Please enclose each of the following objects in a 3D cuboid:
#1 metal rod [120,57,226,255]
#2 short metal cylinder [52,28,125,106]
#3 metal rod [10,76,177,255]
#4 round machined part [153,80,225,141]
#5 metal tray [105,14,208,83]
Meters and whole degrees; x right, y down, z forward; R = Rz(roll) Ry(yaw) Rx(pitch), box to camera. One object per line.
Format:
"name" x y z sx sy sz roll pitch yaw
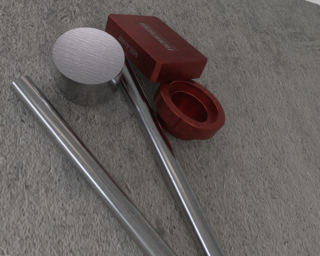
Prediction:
"metal rod" 0.004 0.030 0.387 0.025 0.025 0.299 -15 69 -34
"short metal cylinder" -0.086 -0.074 0.376 0.081 0.050 0.080 6 64 -12
"metal rod" -0.060 0.062 0.333 0.300 0.025 0.025 49 51 6
"round machined part" 0.035 -0.022 0.416 0.099 0.042 0.098 21 41 -19
"metal tray" -0.007 -0.116 0.436 0.091 0.030 0.130 -13 49 -38
